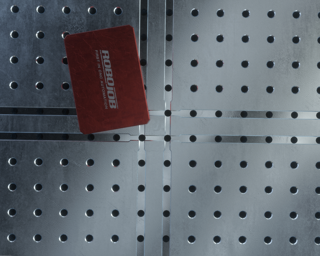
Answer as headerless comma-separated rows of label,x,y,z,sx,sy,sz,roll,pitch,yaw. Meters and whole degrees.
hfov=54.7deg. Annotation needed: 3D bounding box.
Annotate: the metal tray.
metal tray,-0.068,-0.062,0.410,0.091,0.030,0.129,-10,90,-1
